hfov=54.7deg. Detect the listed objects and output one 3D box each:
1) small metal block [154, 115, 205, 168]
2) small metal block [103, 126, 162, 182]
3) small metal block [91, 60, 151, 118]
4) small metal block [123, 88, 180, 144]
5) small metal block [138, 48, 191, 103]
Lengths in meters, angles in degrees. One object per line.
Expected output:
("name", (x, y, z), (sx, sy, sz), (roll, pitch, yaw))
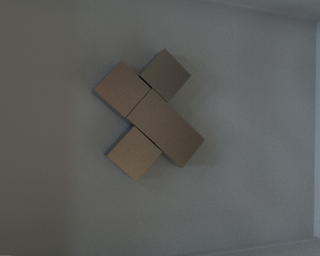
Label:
("small metal block", (0.023, 0.018, 0.416), (0.050, 0.025, 0.050), (43, 76, -15))
("small metal block", (-0.035, 0.032, 0.396), (0.050, 0.025, 0.050), (45, 77, -15))
("small metal block", (-0.049, -0.048, 0.390), (0.050, 0.025, 0.050), (43, 76, -15))
("small metal block", (-0.012, -0.015, 0.403), (0.050, 0.025, 0.050), (43, 76, -15))
("small metal block", (0.004, -0.067, 0.409), (0.050, 0.025, 0.050), (43, 75, -15))
